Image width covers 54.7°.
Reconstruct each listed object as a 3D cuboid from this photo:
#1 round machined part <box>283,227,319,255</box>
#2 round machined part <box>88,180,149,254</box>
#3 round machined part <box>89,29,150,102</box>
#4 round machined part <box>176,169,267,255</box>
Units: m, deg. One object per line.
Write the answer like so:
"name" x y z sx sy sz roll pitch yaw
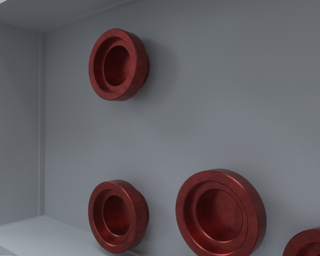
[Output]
"round machined part" 0.154 0.130 0.254 0.098 0.042 0.097 2 92 60
"round machined part" -0.054 0.122 0.438 0.098 0.042 0.097 0 90 39
"round machined part" -0.053 -0.086 0.438 0.098 0.042 0.097 0 90 39
"round machined part" 0.069 0.093 0.338 0.098 0.042 0.097 0 90 39
